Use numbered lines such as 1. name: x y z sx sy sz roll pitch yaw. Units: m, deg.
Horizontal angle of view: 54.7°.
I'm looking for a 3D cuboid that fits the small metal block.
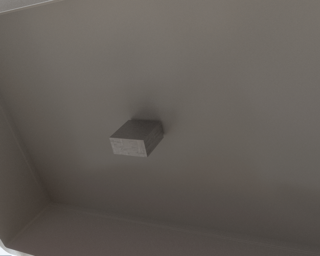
1. small metal block: -0.030 0.013 0.410 0.050 0.050 0.025 3 120 26
